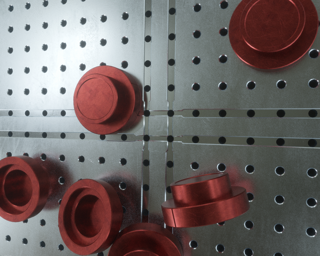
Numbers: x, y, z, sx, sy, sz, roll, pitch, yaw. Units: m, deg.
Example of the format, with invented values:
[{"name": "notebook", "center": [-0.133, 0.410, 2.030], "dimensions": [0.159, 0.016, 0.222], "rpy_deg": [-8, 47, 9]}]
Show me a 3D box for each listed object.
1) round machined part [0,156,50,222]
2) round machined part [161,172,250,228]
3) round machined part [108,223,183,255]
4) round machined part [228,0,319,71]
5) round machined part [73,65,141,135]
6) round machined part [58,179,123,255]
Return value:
[{"name": "round machined part", "center": [-0.212, 0.091, 0.479], "dimensions": [0.098, 0.042, 0.097], "rpy_deg": [0, 90, 20]}, {"name": "round machined part", "center": [0.049, 0.078, 0.357], "dimensions": [0.098, 0.098, 0.042], "rpy_deg": [-13, 86, 19]}, {"name": "round machined part", "center": [-0.020, 0.176, 0.396], "dimensions": [0.098, 0.042, 0.097], "rpy_deg": [1, 100, 4]}, {"name": "round machined part", "center": [0.129, -0.117, 0.358], "dimensions": [0.098, 0.042, 0.097], "rpy_deg": [0, 90, 20]}, {"name": "round machined part", "center": [-0.080, -0.039, 0.432], "dimensions": [0.098, 0.042, 0.097], "rpy_deg": [0, 90, 20]}, {"name": "round machined part", "center": [-0.090, 0.120, 0.427], "dimensions": [0.098, 0.042, 0.098], "rpy_deg": [-8, 74, 31]}]
